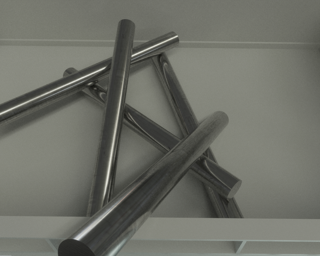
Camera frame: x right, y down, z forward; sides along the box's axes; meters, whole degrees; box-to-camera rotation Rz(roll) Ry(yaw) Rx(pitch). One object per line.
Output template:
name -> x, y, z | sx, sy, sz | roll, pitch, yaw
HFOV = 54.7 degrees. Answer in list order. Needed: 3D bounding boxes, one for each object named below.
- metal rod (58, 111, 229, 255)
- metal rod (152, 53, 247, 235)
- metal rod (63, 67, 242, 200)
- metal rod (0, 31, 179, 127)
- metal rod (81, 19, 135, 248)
metal rod -> 0.020, 0.028, 0.286 | 0.025, 0.025, 0.301 | 22, 23, 17
metal rod -> 0.038, -0.006, 0.410 | 0.025, 0.025, 0.300 | -12, 51, -10
metal rod -> -0.030, -0.008, 0.394 | 0.300, 0.025, 0.025 | 34, 58, 31
metal rod -> -0.094, -0.072, 0.424 | 0.302, 0.025, 0.025 | -31, 57, -26
metal rod -> -0.057, -0.014, 0.375 | 0.025, 0.025, 0.299 | 3, 62, 2
